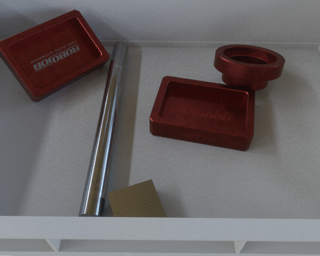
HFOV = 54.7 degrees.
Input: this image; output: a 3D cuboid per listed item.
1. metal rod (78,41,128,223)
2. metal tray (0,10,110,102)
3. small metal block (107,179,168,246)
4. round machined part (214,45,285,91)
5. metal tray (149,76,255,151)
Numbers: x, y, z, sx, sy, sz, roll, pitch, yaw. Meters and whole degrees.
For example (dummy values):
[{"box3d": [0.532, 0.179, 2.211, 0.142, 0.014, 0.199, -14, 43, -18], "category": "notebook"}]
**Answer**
[{"box3d": [-0.069, -0.020, 0.420, 0.025, 0.025, 0.300, 1, 50, 1], "category": "metal rod"}, {"box3d": [-0.154, -0.109, 0.459, 0.131, 0.030, 0.090, -37, 96, -27], "category": "metal tray"}, {"box3d": [-0.024, 0.089, 0.330, 0.050, 0.025, 0.050, -16, 52, -13], "category": "small metal block"}, {"box3d": [0.129, -0.088, 0.458, 0.099, 0.042, 0.098, 3, 32, -2], "category": "round machined part"}, {"box3d": [0.059, -0.023, 0.421, 0.131, 0.030, 0.090, 10, 51, 7], "category": "metal tray"}]
